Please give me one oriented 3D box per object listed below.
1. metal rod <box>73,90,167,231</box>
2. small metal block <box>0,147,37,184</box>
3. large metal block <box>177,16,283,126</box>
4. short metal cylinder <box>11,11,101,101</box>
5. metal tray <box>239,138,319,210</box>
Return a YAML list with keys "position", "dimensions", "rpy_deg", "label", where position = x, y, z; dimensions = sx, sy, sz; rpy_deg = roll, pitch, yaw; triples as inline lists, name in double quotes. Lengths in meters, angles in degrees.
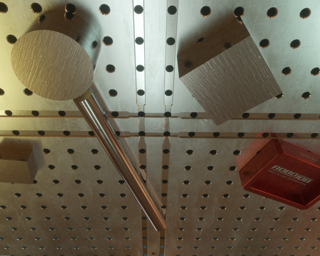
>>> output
- position: [-0.047, 0.068, 0.469]
  dimensions: [0.025, 0.025, 0.299]
  rpy_deg: [-15, 129, 11]
  label: "metal rod"
- position: [-0.214, 0.056, 0.456]
  dimensions: [0.050, 0.025, 0.050]
  rpy_deg: [5, 130, -5]
  label: "small metal block"
- position: [0.076, -0.061, 0.345]
  dimensions: [0.080, 0.050, 0.080]
  rpy_deg: [-29, 125, 22]
  label: "large metal block"
- position: [-0.107, -0.076, 0.329]
  dimensions: [0.081, 0.050, 0.079]
  rpy_deg: [0, 130, 0]
  label: "short metal cylinder"
- position: [0.201, 0.075, 0.475]
  dimensions: [0.131, 0.030, 0.089]
  rpy_deg: [21, 127, -18]
  label: "metal tray"
